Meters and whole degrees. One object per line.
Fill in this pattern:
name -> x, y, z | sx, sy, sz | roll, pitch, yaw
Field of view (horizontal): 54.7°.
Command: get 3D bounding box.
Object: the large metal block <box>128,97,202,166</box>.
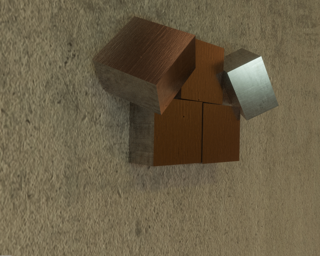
large metal block -> 0.008, 0.005, 0.398 | 0.081, 0.050, 0.079 | 2, 89, -40

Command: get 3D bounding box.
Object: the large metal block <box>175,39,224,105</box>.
large metal block -> 0.042, -0.075, 0.428 | 0.081, 0.050, 0.080 | 4, 88, -40

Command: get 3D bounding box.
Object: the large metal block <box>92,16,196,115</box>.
large metal block -> -0.014, -0.072, 0.351 | 0.080, 0.080, 0.050 | -55, 157, -26

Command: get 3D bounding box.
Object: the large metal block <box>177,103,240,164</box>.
large metal block -> 0.071, 0.008, 0.449 | 0.081, 0.050, 0.079 | 2, 89, -40

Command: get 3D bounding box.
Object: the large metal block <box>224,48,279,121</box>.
large metal block -> 0.129, -0.069, 0.473 | 0.050, 0.080, 0.080 | -26, 112, 6
